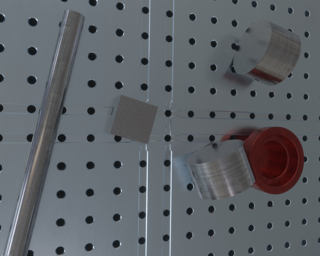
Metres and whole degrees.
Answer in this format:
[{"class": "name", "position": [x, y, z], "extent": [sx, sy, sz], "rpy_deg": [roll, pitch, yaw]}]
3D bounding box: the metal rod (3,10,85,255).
[{"class": "metal rod", "position": [-0.135, 0.009, 0.363], "extent": [0.025, 0.025, 0.298], "rpy_deg": [14, 85, -20]}]

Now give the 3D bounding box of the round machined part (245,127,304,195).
[{"class": "round machined part", "position": [0.162, 0.047, 0.464], "extent": [0.099, 0.042, 0.097], "rpy_deg": [0, 90, -20]}]

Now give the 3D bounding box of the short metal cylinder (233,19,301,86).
[{"class": "short metal cylinder", "position": [0.149, -0.106, 0.439], "extent": [0.050, 0.080, 0.080], "rpy_deg": [17, 84, -19]}]

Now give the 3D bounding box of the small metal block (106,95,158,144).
[{"class": "small metal block", "position": [-0.036, -0.010, 0.400], "extent": [0.050, 0.025, 0.050], "rpy_deg": [17, 84, -19]}]

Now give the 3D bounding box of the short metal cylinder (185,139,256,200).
[{"class": "short metal cylinder", "position": [0.080, 0.054, 0.413], "extent": [0.081, 0.080, 0.050], "rpy_deg": [-23, 98, -19]}]
